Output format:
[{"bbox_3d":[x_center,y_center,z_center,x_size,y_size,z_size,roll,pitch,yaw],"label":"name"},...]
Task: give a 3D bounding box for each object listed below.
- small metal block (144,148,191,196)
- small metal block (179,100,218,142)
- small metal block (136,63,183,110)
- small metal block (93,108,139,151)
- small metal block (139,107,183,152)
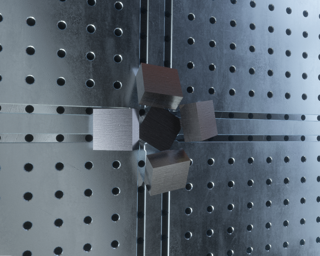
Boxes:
[{"bbox_3d":[0.009,0.057,0.404,0.050,0.025,0.050,-10,129,-20],"label":"small metal block"},{"bbox_3d":[0.053,-0.010,0.421,0.050,0.025,0.050,-14,96,-55],"label":"small metal block"},{"bbox_3d":[-0.002,-0.054,0.400,0.050,0.025,0.050,7,52,-20],"label":"small metal block"},{"bbox_3d":[-0.054,0.002,0.381,0.050,0.025,0.050,0,90,14],"label":"small metal block"},{"bbox_3d":[-0.004,0.001,0.412,0.050,0.025,0.050,33,79,-18],"label":"small metal block"}]
